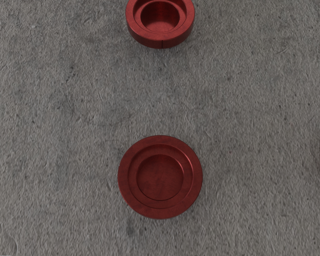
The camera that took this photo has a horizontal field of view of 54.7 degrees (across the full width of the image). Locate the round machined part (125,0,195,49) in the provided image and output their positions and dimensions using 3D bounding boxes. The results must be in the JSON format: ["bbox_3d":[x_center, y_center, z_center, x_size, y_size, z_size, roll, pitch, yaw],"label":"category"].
[{"bbox_3d":[0.000,-0.157,0.456,0.099,0.042,0.098,0,70,0],"label":"round machined part"}]

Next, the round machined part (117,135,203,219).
[{"bbox_3d":[0.000,0.061,0.377,0.099,0.042,0.098,0,70,0],"label":"round machined part"}]
